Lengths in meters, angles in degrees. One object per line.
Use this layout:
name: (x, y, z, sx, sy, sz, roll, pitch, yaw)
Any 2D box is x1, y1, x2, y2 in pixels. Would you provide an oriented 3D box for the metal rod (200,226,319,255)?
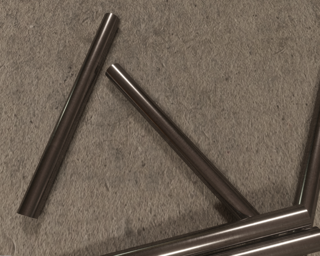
metal rod: (0.028, 0.157, 0.336, 0.302, 0.025, 0.025, -14, 71, 0)

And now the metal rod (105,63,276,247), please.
metal rod: (0.031, 0.025, 0.399, 0.025, 0.025, 0.300, -39, 75, -13)

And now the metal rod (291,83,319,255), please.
metal rod: (0.193, 0.052, 0.391, 0.025, 0.025, 0.300, 19, 71, 6)

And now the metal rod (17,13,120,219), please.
metal rod: (-0.115, -0.030, 0.417, 0.025, 0.025, 0.299, 16, 71, 5)

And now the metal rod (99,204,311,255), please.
metal rod: (0.014, 0.134, 0.343, 0.302, 0.025, 0.025, -15, 71, 0)
